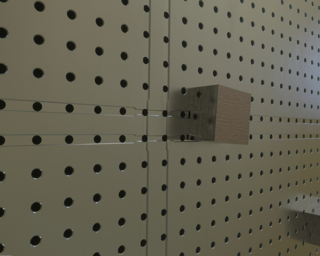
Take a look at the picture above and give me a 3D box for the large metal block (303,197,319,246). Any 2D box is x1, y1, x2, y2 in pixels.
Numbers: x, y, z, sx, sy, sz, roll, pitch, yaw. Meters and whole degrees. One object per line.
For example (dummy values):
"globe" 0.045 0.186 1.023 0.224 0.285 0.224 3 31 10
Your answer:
"large metal block" 0.381 0.218 0.718 0.081 0.050 0.079 -21 104 -38

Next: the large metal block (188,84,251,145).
"large metal block" 0.093 -0.017 0.473 0.081 0.050 0.080 8 85 -40
